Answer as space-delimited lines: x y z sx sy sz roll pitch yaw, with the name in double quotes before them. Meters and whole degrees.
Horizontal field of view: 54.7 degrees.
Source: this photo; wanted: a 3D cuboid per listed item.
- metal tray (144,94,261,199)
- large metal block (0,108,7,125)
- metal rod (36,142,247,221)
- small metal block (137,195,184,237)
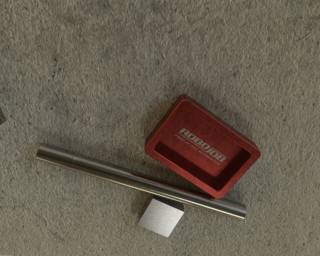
"metal tray" 0.056 0.027 0.417 0.130 0.030 0.090 34 106 -12
"large metal block" -0.256 -0.026 0.383 0.080 0.050 0.080 -16 110 5
"metal rod" -0.020 0.078 0.438 0.302 0.025 0.025 18 109 -7
"small metal block" 0.001 0.126 0.456 0.050 0.025 0.050 26 108 -10
